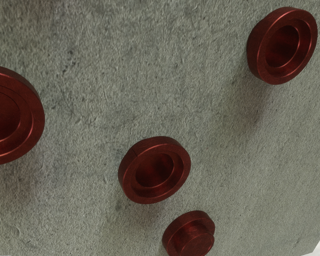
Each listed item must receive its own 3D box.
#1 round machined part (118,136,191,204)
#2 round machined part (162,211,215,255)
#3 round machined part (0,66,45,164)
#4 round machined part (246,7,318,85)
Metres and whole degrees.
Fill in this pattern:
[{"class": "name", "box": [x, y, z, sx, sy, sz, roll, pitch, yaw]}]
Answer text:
[{"class": "round machined part", "box": [-0.011, 0.052, 0.422, 0.099, 0.042, 0.097, -14, 124, -21]}, {"class": "round machined part", "box": [0.057, 0.198, 0.549, 0.099, 0.042, 0.097, -14, 124, -21]}, {"class": "round machined part", "box": [-0.165, -0.015, 0.296, 0.099, 0.042, 0.097, -14, 124, -21]}, {"class": "round machined part", "box": [0.156, -0.110, 0.412, 0.099, 0.042, 0.097, -14, 124, -21]}]
